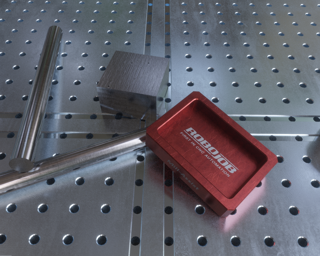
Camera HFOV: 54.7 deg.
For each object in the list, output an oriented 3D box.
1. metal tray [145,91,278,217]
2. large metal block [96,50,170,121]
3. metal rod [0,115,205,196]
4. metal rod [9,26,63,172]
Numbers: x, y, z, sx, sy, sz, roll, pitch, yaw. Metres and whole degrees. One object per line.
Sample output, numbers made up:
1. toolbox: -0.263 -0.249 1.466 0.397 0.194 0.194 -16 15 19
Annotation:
1. metal tray: 0.058 0.026 0.363 0.090 0.030 0.130 -39 71 -24
2. large metal block: -0.035 -0.061 0.442 0.080 0.050 0.080 10 51 8
3. metal rod: -0.068 0.028 0.383 0.302 0.025 0.025 -18 53 -15
4. metal rod: -0.168 -0.065 0.442 0.025 0.025 0.300 -5 45 -4
